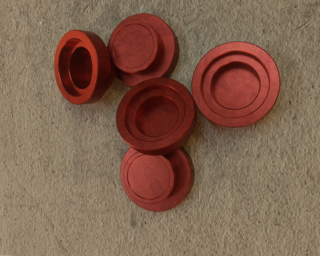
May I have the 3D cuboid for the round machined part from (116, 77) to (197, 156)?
[{"bbox_3d":[-0.002,-0.011,0.390,0.098,0.042,0.098,-6,65,14],"label":"round machined part"}]

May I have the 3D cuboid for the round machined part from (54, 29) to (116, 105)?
[{"bbox_3d":[-0.099,-0.082,0.423,0.098,0.042,0.097,7,102,40],"label":"round machined part"}]

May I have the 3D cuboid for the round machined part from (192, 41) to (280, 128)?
[{"bbox_3d":[0.090,-0.049,0.369,0.098,0.042,0.097,0,90,19],"label":"round machined part"}]

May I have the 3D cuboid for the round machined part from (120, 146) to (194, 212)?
[{"bbox_3d":[-0.008,0.060,0.402,0.098,0.042,0.097,0,90,19],"label":"round machined part"}]

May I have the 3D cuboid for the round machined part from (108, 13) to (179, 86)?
[{"bbox_3d":[-0.027,-0.104,0.409,0.098,0.042,0.097,0,90,19],"label":"round machined part"}]
